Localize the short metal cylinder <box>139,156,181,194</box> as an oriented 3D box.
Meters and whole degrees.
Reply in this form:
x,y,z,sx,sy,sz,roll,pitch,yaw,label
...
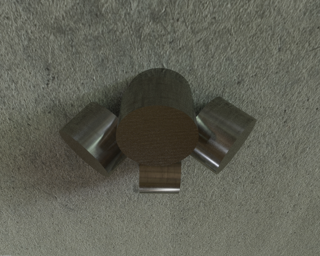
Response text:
x,y,z,sx,sy,sz,roll,pitch,yaw,label
-0.001,0.047,0.411,0.050,0.080,0.079,1,130,-2,short metal cylinder

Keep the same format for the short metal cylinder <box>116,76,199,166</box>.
x,y,z,sx,sy,sz,roll,pitch,yaw,label
-0.003,-0.006,0.321,0.081,0.050,0.079,0,130,0,short metal cylinder

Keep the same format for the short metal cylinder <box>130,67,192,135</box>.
x,y,z,sx,sy,sz,roll,pitch,yaw,label
0.000,-0.025,0.371,0.081,0.050,0.079,0,130,0,short metal cylinder

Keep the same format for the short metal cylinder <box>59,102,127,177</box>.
x,y,z,sx,sy,sz,roll,pitch,yaw,label
-0.075,0.015,0.377,0.080,0.050,0.080,35,158,17,short metal cylinder

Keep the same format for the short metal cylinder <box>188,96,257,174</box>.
x,y,z,sx,sy,sz,roll,pitch,yaw,label
0.071,0.009,0.374,0.050,0.081,0.079,37,131,20,short metal cylinder
